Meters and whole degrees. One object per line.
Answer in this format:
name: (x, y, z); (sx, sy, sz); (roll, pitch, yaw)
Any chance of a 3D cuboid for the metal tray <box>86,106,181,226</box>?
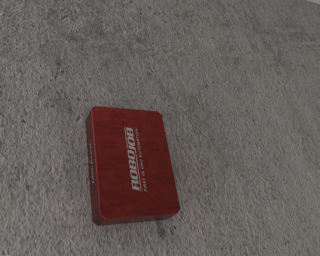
metal tray: (-0.034, 0.040, 0.357); (0.091, 0.030, 0.130); (3, 60, -26)
